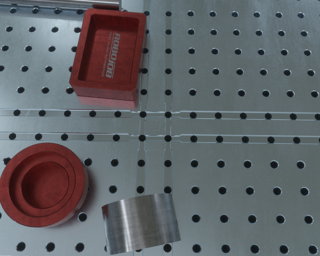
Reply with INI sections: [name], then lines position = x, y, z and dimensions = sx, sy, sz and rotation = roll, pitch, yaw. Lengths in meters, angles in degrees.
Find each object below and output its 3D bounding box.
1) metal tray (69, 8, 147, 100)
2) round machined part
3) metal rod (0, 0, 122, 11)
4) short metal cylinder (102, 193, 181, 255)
[metal tray]
position = -0.071, -0.108, 0.447
dimensions = 0.091, 0.030, 0.130
rotation = 6, 70, 1
[round machined part]
position = -0.136, 0.070, 0.375
dimensions = 0.099, 0.042, 0.098
rotation = 0, 70, -1
[metal rod]
position = -0.212, -0.203, 0.483
dimensions = 0.302, 0.025, 0.025
rotation = 4, 70, 1
[short metal cylinder]
position = -0.021, 0.107, 0.343
dimensions = 0.081, 0.080, 0.050
rotation = -10, 71, -4
